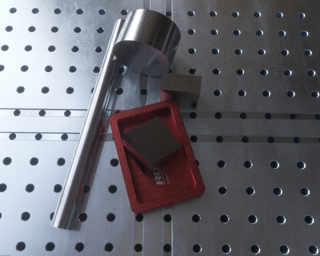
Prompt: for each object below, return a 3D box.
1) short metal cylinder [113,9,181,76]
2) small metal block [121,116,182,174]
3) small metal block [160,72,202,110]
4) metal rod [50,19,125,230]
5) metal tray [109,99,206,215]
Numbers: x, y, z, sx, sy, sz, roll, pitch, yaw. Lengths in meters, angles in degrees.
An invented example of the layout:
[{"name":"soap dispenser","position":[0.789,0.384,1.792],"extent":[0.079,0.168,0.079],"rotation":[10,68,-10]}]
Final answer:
[{"name":"short metal cylinder","position":[-0.017,-0.114,0.424],"extent":[0.080,0.080,0.050],"rotation":[16,71,5]},{"name":"small metal block","position":[-0.011,0.020,0.382],"extent":[0.050,0.025,0.050],"rotation":[-27,71,-33]},{"name":"small metal block","position":[0.027,-0.049,0.417],"extent":[0.050,0.050,0.025],"rotation":[7,70,2]},{"name":"metal rod","position":[-0.086,-0.019,0.417],"extent":[0.025,0.025,0.299],"rotation":[11,70,4]},{"name":"metal tray","position":[-0.006,0.035,0.396],"extent":[0.091,0.030,0.130],"rotation":[-15,71,-6]}]
